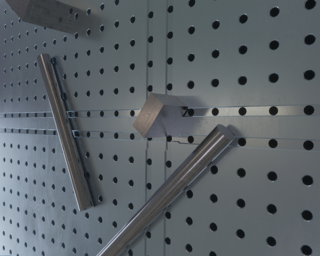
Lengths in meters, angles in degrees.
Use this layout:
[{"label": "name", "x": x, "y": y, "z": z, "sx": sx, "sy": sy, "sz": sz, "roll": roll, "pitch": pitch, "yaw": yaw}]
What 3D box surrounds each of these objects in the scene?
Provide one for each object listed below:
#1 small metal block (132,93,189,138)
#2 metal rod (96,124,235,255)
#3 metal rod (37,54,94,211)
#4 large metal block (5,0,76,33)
[{"label": "small metal block", "x": 0.001, "y": -0.015, "z": 0.393, "sx": 0.025, "sy": 0.050, "sz": 0.050, "roll": 45, "pitch": 117, "yaw": 30}, {"label": "metal rod", "x": -0.009, "y": 0.107, "z": 0.416, "sx": 0.298, "sy": 0.025, "sz": 0.025, "roll": -51, "pitch": 60, "yaw": 27}, {"label": "metal rod", "x": -0.171, "y": -0.001, "z": 0.551, "sx": 0.025, "sy": 0.025, "sz": 0.299, "roll": -33, "pitch": 70, "yaw": 35}, {"label": "large metal block", "x": -0.211, "y": -0.219, "z": 0.548, "sx": 0.080, "sy": 0.081, "sz": 0.050, "roll": 46, "pitch": 118, "yaw": 30}]
